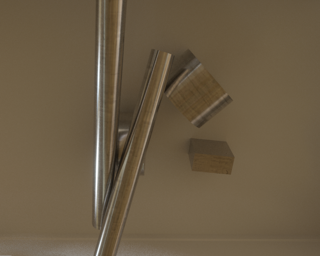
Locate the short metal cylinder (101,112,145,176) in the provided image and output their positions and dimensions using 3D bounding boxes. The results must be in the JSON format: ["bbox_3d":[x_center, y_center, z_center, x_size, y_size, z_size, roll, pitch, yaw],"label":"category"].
[{"bbox_3d":[-0.044,0.019,0.389,0.050,0.080,0.079,2,110,-1],"label":"short metal cylinder"}]

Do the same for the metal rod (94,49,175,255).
[{"bbox_3d":[-0.039,0.063,0.342,0.025,0.025,0.298,16,99,-6],"label":"metal rod"}]

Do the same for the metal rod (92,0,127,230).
[{"bbox_3d":[-0.053,-0.009,0.309,0.025,0.025,0.298,7,121,-3],"label":"metal rod"}]

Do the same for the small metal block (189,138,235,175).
[{"bbox_3d":[0.067,0.037,0.413,0.050,0.050,0.025,6,110,-3],"label":"small metal block"}]

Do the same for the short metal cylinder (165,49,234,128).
[{"bbox_3d":[0.041,-0.046,0.366,0.050,0.080,0.080,-41,106,13],"label":"short metal cylinder"}]
